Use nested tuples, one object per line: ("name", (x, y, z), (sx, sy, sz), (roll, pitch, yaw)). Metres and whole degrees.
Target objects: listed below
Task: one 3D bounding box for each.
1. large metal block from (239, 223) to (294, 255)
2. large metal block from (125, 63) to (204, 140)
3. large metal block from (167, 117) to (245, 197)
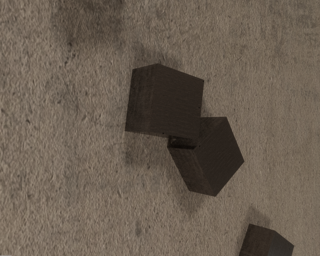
("large metal block", (0.187, 0.228, 0.550), (0.080, 0.050, 0.080), (40, 66, -33))
("large metal block", (0.007, -0.030, 0.396), (0.081, 0.050, 0.080), (11, 83, -40))
("large metal block", (0.069, 0.039, 0.449), (0.080, 0.050, 0.080), (-40, 115, -33))
